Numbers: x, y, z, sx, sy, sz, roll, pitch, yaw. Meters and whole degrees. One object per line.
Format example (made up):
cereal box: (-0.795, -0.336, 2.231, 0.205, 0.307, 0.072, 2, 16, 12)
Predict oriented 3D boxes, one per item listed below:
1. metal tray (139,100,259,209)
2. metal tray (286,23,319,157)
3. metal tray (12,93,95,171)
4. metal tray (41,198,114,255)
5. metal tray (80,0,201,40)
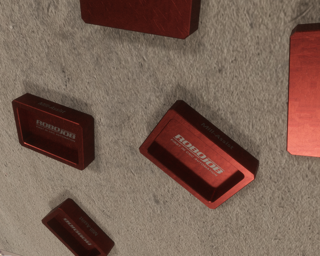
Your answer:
metal tray: (0.047, 0.037, 0.400, 0.130, 0.030, 0.089, 39, 129, 1)
metal tray: (0.171, -0.032, 0.294, 0.090, 0.030, 0.129, 4, 120, 26)
metal tray: (-0.168, 0.006, 0.492, 0.130, 0.030, 0.089, 19, 126, 16)
metal tray: (-0.164, 0.208, 0.615, 0.130, 0.030, 0.090, 48, 128, -6)
metal tray: (-0.023, -0.149, 0.322, 0.130, 0.030, 0.089, 15, 125, 19)
